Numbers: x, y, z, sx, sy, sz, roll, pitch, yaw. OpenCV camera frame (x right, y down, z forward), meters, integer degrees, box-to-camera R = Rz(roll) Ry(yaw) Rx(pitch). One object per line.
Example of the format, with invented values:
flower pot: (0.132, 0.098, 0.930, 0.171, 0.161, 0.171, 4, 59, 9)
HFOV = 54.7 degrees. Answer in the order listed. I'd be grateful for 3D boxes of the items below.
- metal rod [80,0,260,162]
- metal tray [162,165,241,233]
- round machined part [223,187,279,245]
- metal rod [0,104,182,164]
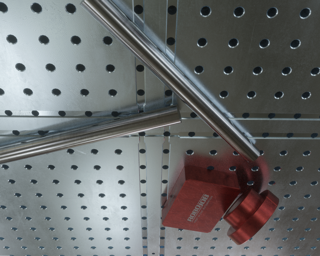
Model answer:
metal rod: (0.032, -0.045, 0.373, 0.025, 0.025, 0.301, -35, 123, 25)
metal tray: (0.064, 0.122, 0.513, 0.091, 0.030, 0.129, 13, 129, -11)
round machined part: (0.139, 0.134, 0.493, 0.042, 0.099, 0.097, 42, 126, 12)
metal rod: (-0.120, 0.015, 0.422, 0.301, 0.025, 0.025, -13, 129, 10)
